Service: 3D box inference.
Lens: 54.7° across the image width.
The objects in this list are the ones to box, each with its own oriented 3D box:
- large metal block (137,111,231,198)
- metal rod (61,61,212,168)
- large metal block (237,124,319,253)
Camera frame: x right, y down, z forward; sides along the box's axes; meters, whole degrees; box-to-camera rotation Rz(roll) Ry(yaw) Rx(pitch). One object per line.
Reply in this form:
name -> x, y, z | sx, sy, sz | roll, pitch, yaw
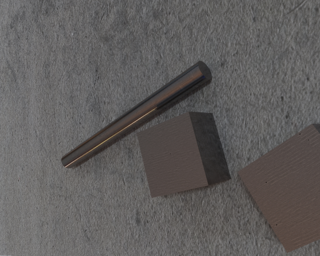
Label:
large metal block -> 0.026, 0.032, 0.365 | 0.080, 0.050, 0.080 | -22, 76, 37
metal rod -> -0.053, -0.005, 0.446 | 0.299, 0.025, 0.025 | -31, 71, 35
large metal block -> 0.133, 0.052, 0.278 | 0.080, 0.050, 0.080 | -42, 65, 31
